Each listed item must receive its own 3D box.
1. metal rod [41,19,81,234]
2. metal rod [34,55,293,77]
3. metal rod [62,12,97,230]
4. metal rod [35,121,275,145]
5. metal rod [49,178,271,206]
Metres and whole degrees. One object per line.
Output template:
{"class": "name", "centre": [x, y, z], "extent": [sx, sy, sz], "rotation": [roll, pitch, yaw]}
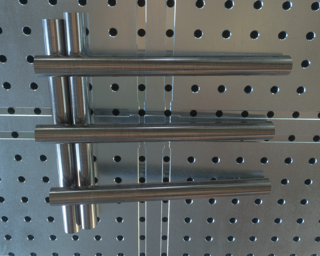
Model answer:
{"class": "metal rod", "centre": [-0.129, 0.012, 0.415], "extent": [0.025, 0.025, 0.298], "rotation": [1, 110, -1]}
{"class": "metal rod", "centre": [0.009, -0.074, 0.371], "extent": [0.302, 0.025, 0.025], "rotation": [-1, 110, -7]}
{"class": "metal rod", "centre": [-0.104, 0.005, 0.413], "extent": [0.025, 0.025, 0.298], "rotation": [1, 110, -1]}
{"class": "metal rod", "centre": [-0.001, 0.006, 0.399], "extent": [0.302, 0.025, 0.025], "rotation": [-1, 110, -7]}
{"class": "metal rod", "centre": [0.005, 0.088, 0.430], "extent": [0.302, 0.025, 0.025], "rotation": [-1, 110, -7]}
